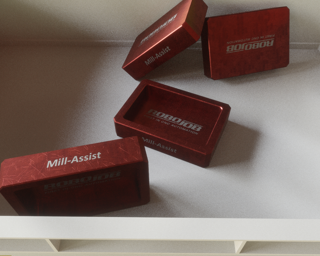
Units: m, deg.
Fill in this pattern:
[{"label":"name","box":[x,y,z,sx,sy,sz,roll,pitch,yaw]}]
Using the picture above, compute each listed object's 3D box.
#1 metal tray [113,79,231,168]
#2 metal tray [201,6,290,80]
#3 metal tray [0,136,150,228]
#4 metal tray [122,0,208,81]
[{"label":"metal tray","box":[0.017,-0.010,0.410,0.130,0.030,0.090,19,52,15]},{"label":"metal tray","box":[0.130,-0.129,0.471,0.131,0.089,0.030,-12,20,-10]},{"label":"metal tray","box":[-0.078,0.057,0.313,0.131,0.089,0.030,-10,51,-9]},{"label":"metal tray","box":[0.006,-0.134,0.461,0.130,0.030,0.090,-25,35,40]}]
